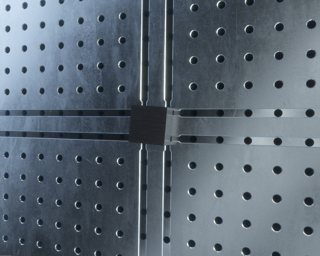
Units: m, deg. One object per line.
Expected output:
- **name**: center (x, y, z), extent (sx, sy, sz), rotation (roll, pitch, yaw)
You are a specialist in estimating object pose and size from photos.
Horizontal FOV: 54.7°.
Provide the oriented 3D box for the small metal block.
- **small metal block**: center (-0.012, -0.004, 0.416), extent (0.050, 0.025, 0.050), rotation (5, 92, 19)
